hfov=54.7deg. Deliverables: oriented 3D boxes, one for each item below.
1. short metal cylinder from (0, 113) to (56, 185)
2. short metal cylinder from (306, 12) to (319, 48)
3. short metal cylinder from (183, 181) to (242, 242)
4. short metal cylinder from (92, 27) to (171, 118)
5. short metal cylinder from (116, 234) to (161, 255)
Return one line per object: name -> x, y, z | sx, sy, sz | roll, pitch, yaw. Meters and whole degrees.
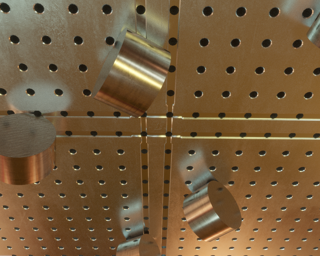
short metal cylinder -> -0.175, 0.025, 0.395 | 0.081, 0.080, 0.050 | 9, 130, -8
short metal cylinder -> 0.192, -0.096, 0.295 | 0.081, 0.080, 0.050 | 12, 129, -10
short metal cylinder -> 0.083, 0.130, 0.487 | 0.080, 0.080, 0.050 | 36, 122, -27
short metal cylinder -> -0.031, -0.057, 0.327 | 0.050, 0.080, 0.080 | 25, 126, -20
short metal cylinder -> -0.039, 0.248, 0.586 | 0.050, 0.080, 0.080 | -25, 126, 19
